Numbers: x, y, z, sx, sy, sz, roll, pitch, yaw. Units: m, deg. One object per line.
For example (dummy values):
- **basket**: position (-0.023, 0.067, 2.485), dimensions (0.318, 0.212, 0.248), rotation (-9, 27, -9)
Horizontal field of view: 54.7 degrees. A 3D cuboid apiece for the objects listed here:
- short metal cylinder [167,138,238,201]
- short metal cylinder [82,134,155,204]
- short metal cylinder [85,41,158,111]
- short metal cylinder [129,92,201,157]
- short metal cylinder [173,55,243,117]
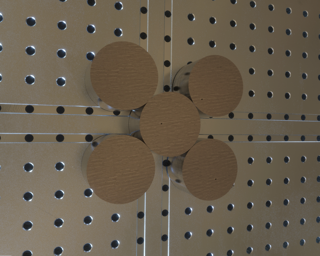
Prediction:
- **short metal cylinder**: position (0.057, 0.053, 0.421), dimensions (0.081, 0.050, 0.079), rotation (0, 90, -21)
- **short metal cylinder**: position (-0.052, 0.048, 0.380), dimensions (0.081, 0.050, 0.079), rotation (0, 90, -21)
- **short metal cylinder**: position (-0.048, -0.061, 0.381), dimensions (0.081, 0.050, 0.079), rotation (0, 90, -21)
- **short metal cylinder**: position (0.005, -0.005, 0.402), dimensions (0.081, 0.050, 0.079), rotation (0, 90, -21)
- **short metal cylinder**: position (0.065, -0.054, 0.422), dimensions (0.081, 0.050, 0.079), rotation (0, 90, -21)
